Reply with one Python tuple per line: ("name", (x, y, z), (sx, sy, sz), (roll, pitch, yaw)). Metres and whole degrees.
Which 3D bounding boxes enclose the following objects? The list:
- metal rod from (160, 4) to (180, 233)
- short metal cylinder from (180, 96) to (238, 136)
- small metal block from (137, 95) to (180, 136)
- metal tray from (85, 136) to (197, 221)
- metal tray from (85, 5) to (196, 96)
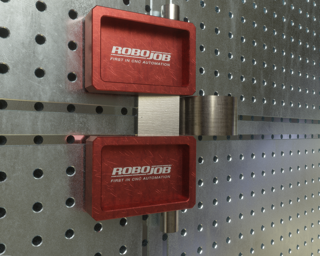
("metal rod", (0.013, -0.013, 0.415), (0.025, 0.025, 0.298), (0, 90, -40))
("short metal cylinder", (0.065, -0.016, 0.424), (0.081, 0.080, 0.050), (0, 90, -40))
("small metal block", (-0.003, -0.015, 0.388), (0.050, 0.025, 0.050), (1, 90, -9))
("metal tray", (-0.019, 0.054, 0.367), (0.131, 0.030, 0.089), (0, 90, -28))
("metal tray", (-0.020, -0.085, 0.366), (0.131, 0.030, 0.089), (0, 90, -28))
